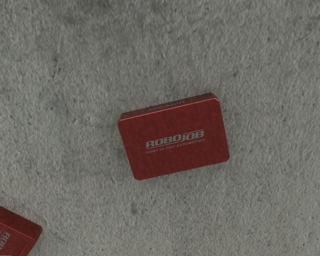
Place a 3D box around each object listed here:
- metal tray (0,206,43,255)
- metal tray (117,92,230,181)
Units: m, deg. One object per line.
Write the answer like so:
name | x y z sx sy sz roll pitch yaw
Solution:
metal tray | -0.252 0.185 0.471 0.090 0.030 0.129 32 107 -12
metal tray | 0.019 0.012 0.412 0.131 0.030 0.089 -13 110 4
